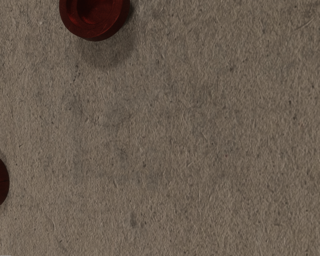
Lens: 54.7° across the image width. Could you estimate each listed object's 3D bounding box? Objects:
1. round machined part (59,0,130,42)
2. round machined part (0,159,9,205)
[{"bbox_3d":[-0.086,-0.168,0.429,0.098,0.042,0.097,0,90,19],"label":"round machined part"},{"bbox_3d":[-0.299,0.090,0.503,0.098,0.042,0.097,0,90,19],"label":"round machined part"}]
